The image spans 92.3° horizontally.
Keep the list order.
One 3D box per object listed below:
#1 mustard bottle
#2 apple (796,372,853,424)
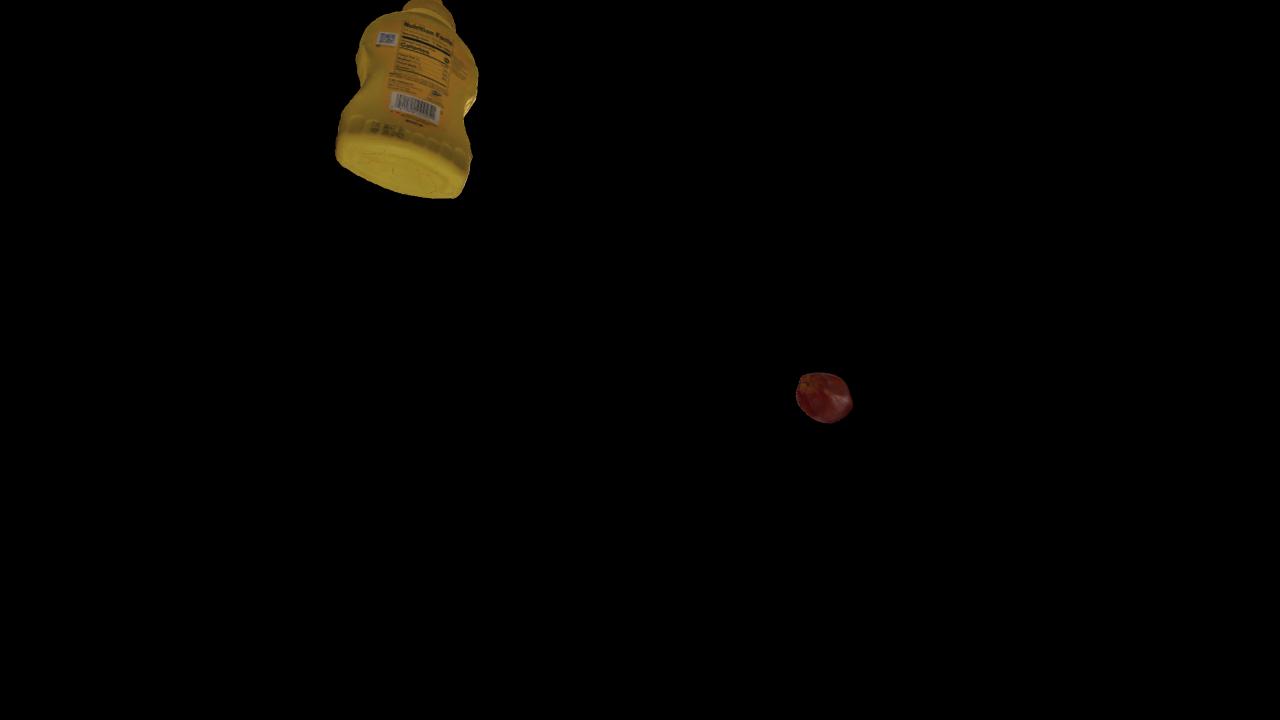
[{"bbox_3d":[-0.171,-0.216,0.475,0.092,0.184,0.054,9,-27,-22],"label":"mustard bottle"},{"bbox_3d":[0.285,0.057,0.957,0.093,0.079,0.079,30,-19,-37],"label":"apple"}]
